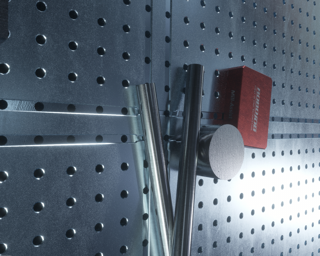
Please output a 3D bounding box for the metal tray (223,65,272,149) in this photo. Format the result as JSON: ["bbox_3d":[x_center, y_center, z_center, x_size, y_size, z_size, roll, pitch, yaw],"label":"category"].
[{"bbox_3d":[0.151,-0.032,0.533,0.091,0.030,0.129,11,83,-40],"label":"metal tray"}]

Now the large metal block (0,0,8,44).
[{"bbox_3d":[-0.172,-0.114,0.248,0.081,0.050,0.079,0,90,-40],"label":"large metal block"}]

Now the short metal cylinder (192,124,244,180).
[{"bbox_3d":[0.080,0.034,0.460,0.081,0.050,0.079,0,90,-40],"label":"short metal cylinder"}]

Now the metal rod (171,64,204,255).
[{"bbox_3d":[0.038,0.056,0.419,0.025,0.025,0.299,17,73,-39],"label":"metal rod"}]

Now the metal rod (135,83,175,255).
[{"bbox_3d":[0.003,0.091,0.411,0.025,0.025,0.298,-14,99,-39],"label":"metal rod"}]
